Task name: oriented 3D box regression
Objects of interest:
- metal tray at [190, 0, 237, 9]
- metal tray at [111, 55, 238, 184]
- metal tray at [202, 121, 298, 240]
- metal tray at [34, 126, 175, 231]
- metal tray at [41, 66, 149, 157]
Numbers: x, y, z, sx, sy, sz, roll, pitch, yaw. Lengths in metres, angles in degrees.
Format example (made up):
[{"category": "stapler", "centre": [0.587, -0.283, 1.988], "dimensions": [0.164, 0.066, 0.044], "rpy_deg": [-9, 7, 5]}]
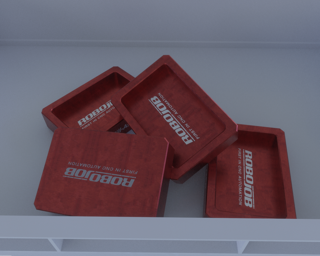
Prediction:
[{"category": "metal tray", "centre": [0.109, -0.299, 0.656], "dimensions": [0.091, 0.030, 0.130], "rpy_deg": [1, 50, 0]}, {"category": "metal tray", "centre": [0.015, -0.013, 0.359], "dimensions": [0.090, 0.030, 0.130], "rpy_deg": [-39, 67, -1]}, {"category": "metal tray", "centre": [0.099, 0.054, 0.356], "dimensions": [0.090, 0.030, 0.130], "rpy_deg": [7, 50, 5]}, {"category": "metal tray", "centre": [-0.057, 0.050, 0.324], "dimensions": [0.130, 0.030, 0.090], "rpy_deg": [6, 73, 16]}, {"category": "metal tray", "centre": [-0.078, -0.025, 0.422], "dimensions": [0.090, 0.030, 0.131], "rpy_deg": [36, 59, 26]}]
